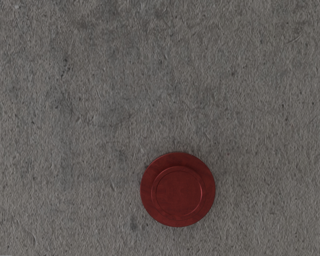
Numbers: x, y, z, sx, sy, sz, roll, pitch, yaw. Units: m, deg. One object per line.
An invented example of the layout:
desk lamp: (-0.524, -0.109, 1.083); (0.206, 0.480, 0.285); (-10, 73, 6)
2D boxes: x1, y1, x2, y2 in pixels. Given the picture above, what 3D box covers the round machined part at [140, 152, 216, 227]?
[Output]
round machined part: (0.023, 0.080, 0.402); (0.099, 0.042, 0.097); (0, 90, 0)
